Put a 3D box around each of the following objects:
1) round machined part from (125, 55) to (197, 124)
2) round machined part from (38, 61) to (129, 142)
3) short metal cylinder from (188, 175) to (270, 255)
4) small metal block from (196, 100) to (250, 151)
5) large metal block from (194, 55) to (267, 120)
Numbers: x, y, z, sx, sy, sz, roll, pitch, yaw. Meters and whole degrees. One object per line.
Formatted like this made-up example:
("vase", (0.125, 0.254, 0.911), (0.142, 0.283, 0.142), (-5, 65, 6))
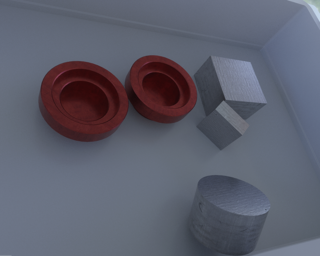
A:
("round machined part", (-0.002, -0.048, 0.425), (0.099, 0.042, 0.098), (14, 56, -21))
("round machined part", (-0.090, -0.027, 0.364), (0.099, 0.042, 0.098), (14, 56, -21))
("short metal cylinder", (0.076, 0.095, 0.349), (0.081, 0.050, 0.080), (10, 19, -3))
("small metal block", (0.089, -0.003, 0.441), (0.050, 0.050, 0.025), (44, 51, 2))
("large metal block", (0.109, -0.062, 0.489), (0.081, 0.050, 0.080), (2, 61, -28))
